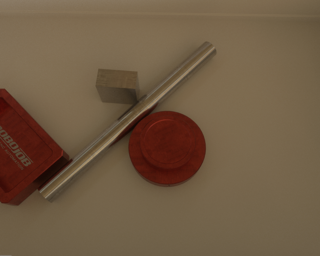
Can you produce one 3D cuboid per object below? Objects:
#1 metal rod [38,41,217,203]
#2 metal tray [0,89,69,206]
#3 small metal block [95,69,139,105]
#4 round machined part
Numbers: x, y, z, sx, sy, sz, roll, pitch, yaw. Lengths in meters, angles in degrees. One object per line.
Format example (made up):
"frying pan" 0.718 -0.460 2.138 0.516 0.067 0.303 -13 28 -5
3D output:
"metal rod" -0.034 -0.017 0.415 0.301 0.025 0.025 -43 76 -14
"metal tray" -0.194 0.022 0.396 0.130 0.030 0.090 43 75 13
"small metal block" -0.055 -0.054 0.416 0.050 0.050 0.025 4 70 1
"round machined part" 0.009 0.023 0.392 0.099 0.042 0.098 0 70 -1
